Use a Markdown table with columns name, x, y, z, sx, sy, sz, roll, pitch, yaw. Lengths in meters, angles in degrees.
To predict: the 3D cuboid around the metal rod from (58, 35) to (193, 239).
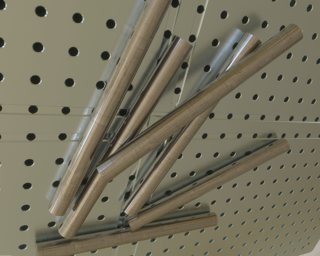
| name | x | y | z | sx | sy | sz | roll | pitch | yaw |
| --- | --- | --- | --- | --- | --- | --- | --- | --- | --- |
| metal rod | -0.050 | 0.021 | 0.395 | 0.025 | 0.025 | 0.299 | 23 | 106 | -37 |

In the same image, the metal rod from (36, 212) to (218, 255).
| name | x | y | z | sx | sy | sz | roll | pitch | yaw |
| --- | --- | --- | --- | --- | --- | --- | --- | --- | --- |
| metal rod | -0.035 | 0.168 | 0.494 | 0.302 | 0.025 | 0.025 | -1 | 119 | -28 |

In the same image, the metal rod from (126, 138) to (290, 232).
| name | x | y | z | sx | sy | sz | roll | pitch | yaw |
| --- | --- | --- | --- | --- | --- | --- | --- | --- | --- |
| metal rod | 0.086 | 0.088 | 0.511 | 0.302 | 0.025 | 0.025 | -24 | 127 | -14 |

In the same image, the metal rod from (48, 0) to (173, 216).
| name | x | y | z | sx | sy | sz | roll | pitch | yaw |
| --- | --- | --- | --- | --- | --- | --- | --- | --- | --- |
| metal rod | -0.064 | -0.020 | 0.363 | 0.025 | 0.025 | 0.299 | 18 | 109 | -35 |

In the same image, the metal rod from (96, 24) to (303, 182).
| name | x | y | z | sx | sy | sz | roll | pitch | yaw |
| --- | --- | --- | --- | --- | --- | --- | --- | --- | --- |
| metal rod | 0.051 | -0.033 | 0.384 | 0.301 | 0.025 | 0.025 | -36 | 129 | -4 |

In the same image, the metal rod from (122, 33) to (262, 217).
| name | x | y | z | sx | sy | sz | roll | pitch | yaw |
| --- | --- | --- | --- | --- | --- | --- | --- | --- | --- |
| metal rod | 0.038 | 0.003 | 0.432 | 0.025 | 0.025 | 0.299 | 26 | 104 | -37 |
